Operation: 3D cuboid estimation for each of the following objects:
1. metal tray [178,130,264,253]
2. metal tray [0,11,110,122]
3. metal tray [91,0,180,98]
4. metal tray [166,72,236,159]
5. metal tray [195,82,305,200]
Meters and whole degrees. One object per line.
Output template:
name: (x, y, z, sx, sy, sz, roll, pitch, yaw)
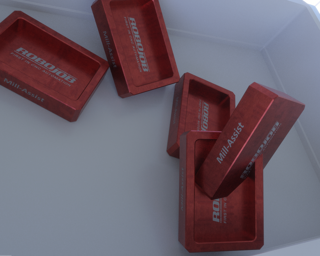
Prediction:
metal tray: (0.069, 0.069, 0.353, 0.091, 0.030, 0.129, 2, 85, -11)
metal tray: (-0.139, -0.075, 0.374, 0.131, 0.030, 0.090, 29, 52, -10)
metal tray: (-0.030, -0.114, 0.422, 0.091, 0.030, 0.129, -22, 100, -36)
metal tray: (0.063, -0.010, 0.443, 0.091, 0.030, 0.130, 21, 54, -17)
metal tray: (0.102, 0.018, 0.351, 0.091, 0.129, 0.030, 5, 29, -48)
